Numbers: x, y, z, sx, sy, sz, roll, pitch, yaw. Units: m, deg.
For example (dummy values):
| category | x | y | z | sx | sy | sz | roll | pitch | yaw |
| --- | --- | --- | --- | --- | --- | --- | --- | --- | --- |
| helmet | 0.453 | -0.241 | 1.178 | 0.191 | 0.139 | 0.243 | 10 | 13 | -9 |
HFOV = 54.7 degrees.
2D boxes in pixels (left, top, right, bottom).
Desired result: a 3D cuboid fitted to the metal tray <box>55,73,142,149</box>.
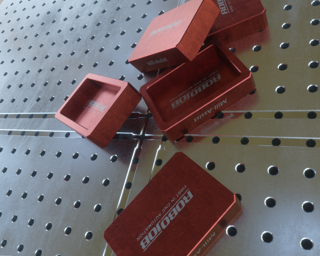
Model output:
| category | x | y | z | sx | sy | sz | roll | pitch | yaw |
| --- | --- | --- | --- | --- | --- | --- | --- | --- | --- |
| metal tray | -0.094 | -0.031 | 0.450 | 0.130 | 0.030 | 0.090 | 22 | 73 | 50 |

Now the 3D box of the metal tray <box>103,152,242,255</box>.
| category | x | y | z | sx | sy | sz | roll | pitch | yaw |
| --- | --- | --- | --- | --- | --- | --- | --- | --- | --- |
| metal tray | 0.012 | 0.101 | 0.336 | 0.130 | 0.030 | 0.090 | -47 | 52 | -6 |

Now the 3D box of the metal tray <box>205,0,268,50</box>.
| category | x | y | z | sx | sy | sz | roll | pitch | yaw |
| --- | --- | --- | --- | --- | --- | --- | --- | --- | --- |
| metal tray | 0.097 | -0.185 | 0.467 | 0.090 | 0.030 | 0.130 | -19 | 54 | 16 |

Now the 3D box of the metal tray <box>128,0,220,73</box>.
| category | x | y | z | sx | sy | sz | roll | pitch | yaw |
| --- | --- | --- | --- | --- | --- | --- | --- | --- | --- |
| metal tray | 0.015 | -0.131 | 0.444 | 0.130 | 0.030 | 0.090 | 2 | 60 | 56 |

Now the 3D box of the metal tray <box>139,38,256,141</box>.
| category | x | y | z | sx | sy | sz | roll | pitch | yaw |
| --- | --- | --- | --- | --- | --- | --- | --- | --- | --- |
| metal tray | 0.046 | -0.053 | 0.412 | 0.130 | 0.030 | 0.090 | -33 | 52 | 6 |
